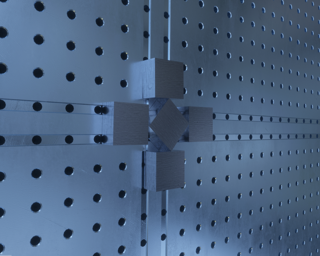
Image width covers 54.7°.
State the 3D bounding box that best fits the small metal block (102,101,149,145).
[{"bbox_3d":[-0.041,-0.005,0.376,0.050,0.025,0.050,2,89,-40],"label":"small metal block"}]

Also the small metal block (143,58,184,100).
[{"bbox_3d":[0.005,-0.064,0.415,0.050,0.025,0.050,-1,91,-40],"label":"small metal block"}]

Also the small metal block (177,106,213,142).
[{"bbox_3d":[0.051,-0.005,0.454,0.050,0.025,0.050,0,90,-40],"label":"small metal block"}]

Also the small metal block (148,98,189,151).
[{"bbox_3d":[0.005,-0.004,0.415,0.050,0.025,0.050,50,61,-29],"label":"small metal block"}]

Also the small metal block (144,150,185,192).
[{"bbox_3d":[0.006,0.056,0.416,0.050,0.025,0.050,0,90,-40],"label":"small metal block"}]
